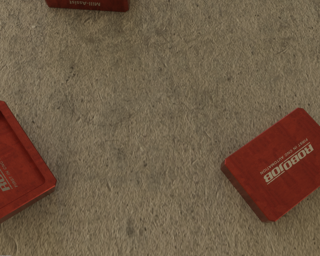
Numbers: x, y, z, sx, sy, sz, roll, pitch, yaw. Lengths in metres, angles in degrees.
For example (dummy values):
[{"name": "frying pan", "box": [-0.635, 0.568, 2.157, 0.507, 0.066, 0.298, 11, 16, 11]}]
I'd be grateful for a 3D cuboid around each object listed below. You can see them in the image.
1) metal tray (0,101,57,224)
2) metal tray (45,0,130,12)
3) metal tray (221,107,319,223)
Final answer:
[{"name": "metal tray", "box": [-0.196, 0.040, 0.365, 0.091, 0.030, 0.130, -31, 80, -30]}, {"name": "metal tray", "box": [-0.111, -0.233, 0.489, 0.131, 0.030, 0.090, 4, 70, 1]}, {"name": "metal tray", "box": [0.155, 0.045, 0.390, 0.131, 0.030, 0.090, -33, 74, -12]}]
